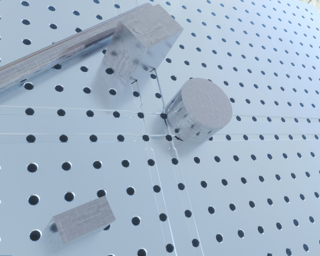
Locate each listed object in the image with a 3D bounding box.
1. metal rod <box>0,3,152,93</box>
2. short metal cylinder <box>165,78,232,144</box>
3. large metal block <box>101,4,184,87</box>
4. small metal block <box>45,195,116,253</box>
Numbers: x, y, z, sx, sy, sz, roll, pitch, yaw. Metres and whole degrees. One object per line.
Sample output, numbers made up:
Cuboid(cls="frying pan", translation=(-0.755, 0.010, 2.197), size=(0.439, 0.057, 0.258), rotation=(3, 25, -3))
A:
Cuboid(cls="metal rod", translation=(-0.106, -0.119, 0.424), size=(0.025, 0.025, 0.302), rotation=(45, 51, 3))
Cuboid(cls="short metal cylinder", translation=(0.054, -0.024, 0.438), size=(0.081, 0.050, 0.080), rotation=(14, 56, -21))
Cuboid(cls="large metal block", translation=(-0.025, -0.115, 0.431), size=(0.050, 0.080, 0.080), rotation=(46, 51, 3))
Cuboid(cls="small metal block", translation=(-0.077, 0.092, 0.295), size=(0.050, 0.050, 0.025), rotation=(-16, 71, -35))
